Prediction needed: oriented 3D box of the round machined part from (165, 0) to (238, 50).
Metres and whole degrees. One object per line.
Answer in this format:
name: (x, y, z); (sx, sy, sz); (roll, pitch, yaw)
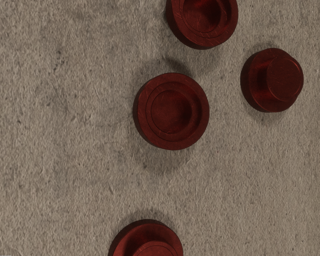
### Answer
round machined part: (0.053, -0.155, 0.421); (0.099, 0.042, 0.097); (0, 90, -21)

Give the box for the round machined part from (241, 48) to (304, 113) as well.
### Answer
round machined part: (0.175, -0.072, 0.466); (0.099, 0.042, 0.097); (0, 90, -21)

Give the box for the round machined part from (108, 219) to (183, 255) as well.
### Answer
round machined part: (-0.015, 0.171, 0.396); (0.099, 0.042, 0.097); (0, 90, -21)

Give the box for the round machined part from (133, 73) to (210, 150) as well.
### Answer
round machined part: (0.012, -0.021, 0.405); (0.099, 0.042, 0.097); (0, 90, -21)
